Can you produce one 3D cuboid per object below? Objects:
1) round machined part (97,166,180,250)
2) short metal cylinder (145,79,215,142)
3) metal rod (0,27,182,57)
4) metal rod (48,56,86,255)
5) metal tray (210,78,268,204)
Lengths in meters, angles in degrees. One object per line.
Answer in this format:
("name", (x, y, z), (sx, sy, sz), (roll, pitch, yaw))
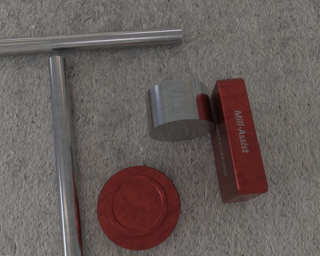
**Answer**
("round machined part", (-0.025, 0.092, 0.365), (0.099, 0.042, 0.098), (0, 70, 0))
("short metal cylinder", (0.024, -0.019, 0.386), (0.081, 0.080, 0.050), (-6, 70, -2))
("metal rod", (-0.119, -0.125, 0.452), (0.302, 0.025, 0.025), (-5, 70, -2))
("metal rod", (-0.119, 0.042, 0.391), (0.025, 0.025, 0.299), (-10, 70, -4))
("metal tray", (0.086, 0.018, 0.367), (0.030, 0.090, 0.130), (-6, 70, -2))
